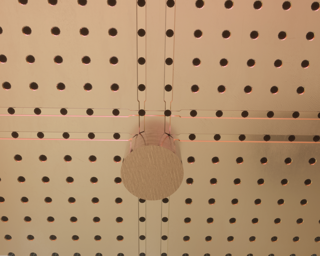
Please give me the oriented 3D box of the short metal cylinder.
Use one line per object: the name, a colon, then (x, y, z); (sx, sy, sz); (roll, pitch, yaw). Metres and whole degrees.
short metal cylinder: (-0.010, 0.050, 0.418); (0.081, 0.050, 0.079); (0, 110, -1)
